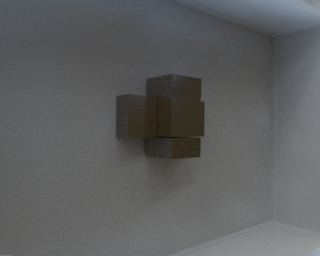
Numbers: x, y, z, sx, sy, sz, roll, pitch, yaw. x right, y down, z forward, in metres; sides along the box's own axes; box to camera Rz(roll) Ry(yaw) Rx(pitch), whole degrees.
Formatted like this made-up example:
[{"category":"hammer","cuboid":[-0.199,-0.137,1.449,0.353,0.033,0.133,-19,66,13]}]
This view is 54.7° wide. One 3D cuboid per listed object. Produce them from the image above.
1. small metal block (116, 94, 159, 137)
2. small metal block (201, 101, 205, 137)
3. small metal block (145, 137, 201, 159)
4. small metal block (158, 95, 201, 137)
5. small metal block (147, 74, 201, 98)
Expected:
[{"category":"small metal block","cuboid":[-0.025,-0.014,0.382,0.050,0.025,0.050,1,90,-40]},{"category":"small metal block","cuboid":[0.036,-0.013,0.434,0.050,0.025,0.050,1,90,-40]},{"category":"small metal block","cuboid":[0.017,0.024,0.400,0.050,0.050,0.025,1,90,-40]},{"category":"small metal block","cuboid":[0.025,-0.014,0.391,0.050,0.025,0.050,1,90,-40]},{"category":"small metal block","cuboid":[0.018,-0.052,0.402,0.050,0.050,0.025,1,90,-40]}]
